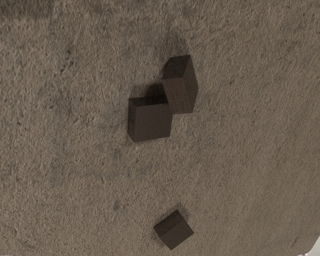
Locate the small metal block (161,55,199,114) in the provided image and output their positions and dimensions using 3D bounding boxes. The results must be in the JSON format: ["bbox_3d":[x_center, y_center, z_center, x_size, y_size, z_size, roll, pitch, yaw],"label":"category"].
[{"bbox_3d":[0.026,-0.052,0.371,0.025,0.050,0.050,-3,131,21],"label":"small metal block"}]

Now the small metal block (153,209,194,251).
[{"bbox_3d":[0.024,0.175,0.531,0.050,0.025,0.050,-35,129,-5],"label":"small metal block"}]

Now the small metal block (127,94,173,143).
[{"bbox_3d":[-0.013,-0.013,0.394,0.050,0.025,0.050,-9,123,-24],"label":"small metal block"}]
